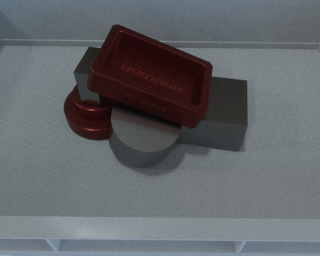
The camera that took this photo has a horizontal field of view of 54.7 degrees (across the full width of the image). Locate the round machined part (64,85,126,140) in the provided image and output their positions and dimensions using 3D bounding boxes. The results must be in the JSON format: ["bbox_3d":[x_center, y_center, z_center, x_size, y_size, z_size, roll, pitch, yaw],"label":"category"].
[{"bbox_3d":[-0.081,-0.035,0.420,0.099,0.042,0.098,0,50,0],"label":"round machined part"}]

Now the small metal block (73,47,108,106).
[{"bbox_3d":[-0.081,-0.064,0.385,0.025,0.050,0.050,10,51,8],"label":"small metal block"}]

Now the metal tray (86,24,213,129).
[{"bbox_3d":[-0.007,-0.061,0.359,0.131,0.030,0.090,20,50,-8],"label":"metal tray"}]

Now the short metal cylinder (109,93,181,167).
[{"bbox_3d":[-0.020,0.001,0.371,0.081,0.050,0.080,6,63,-11],"label":"short metal cylinder"}]

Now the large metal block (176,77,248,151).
[{"bbox_3d":[0.068,-0.022,0.404,0.080,0.050,0.080,8,50,6],"label":"large metal block"}]
